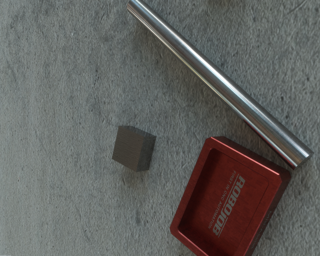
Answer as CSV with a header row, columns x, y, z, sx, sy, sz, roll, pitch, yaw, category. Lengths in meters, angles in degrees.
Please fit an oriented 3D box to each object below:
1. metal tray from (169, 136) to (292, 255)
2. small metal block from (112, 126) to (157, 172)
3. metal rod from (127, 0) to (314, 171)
x,y,z,sx,sy,sz,roll,pitch,yaw,category
0.072,0.085,0.341,0.090,0.030,0.129,31,109,35,metal tray
-0.037,0.028,0.433,0.050,0.025,0.050,22,104,37,small metal block
0.050,-0.070,0.361,0.300,0.025,0.025,50,119,28,metal rod
